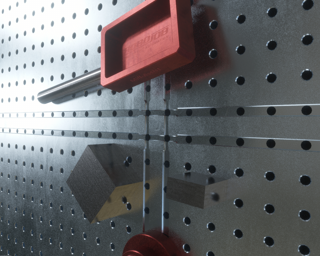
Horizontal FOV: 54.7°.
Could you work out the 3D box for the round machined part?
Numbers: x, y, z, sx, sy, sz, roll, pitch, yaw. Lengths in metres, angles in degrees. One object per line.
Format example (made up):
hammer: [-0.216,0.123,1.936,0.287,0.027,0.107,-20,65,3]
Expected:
round machined part: [-0.018,0.191,0.411,0.098,0.042,0.097,0,90,39]

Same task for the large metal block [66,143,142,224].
large metal block: [-0.085,0.080,0.461,0.080,0.050,0.080,49,119,28]

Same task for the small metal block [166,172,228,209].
small metal block: [0.043,0.070,0.356,0.050,0.050,0.025,7,95,39]

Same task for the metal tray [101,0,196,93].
metal tray: [-0.021,-0.107,0.388,0.130,0.030,0.090,-16,69,37]

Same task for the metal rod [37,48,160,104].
metal rod: [-0.107,-0.079,0.494,0.300,0.025,0.025,-10,84,39]

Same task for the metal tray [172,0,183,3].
metal tray: [-0.005,-0.232,0.408,0.130,0.030,0.089,40,114,32]
